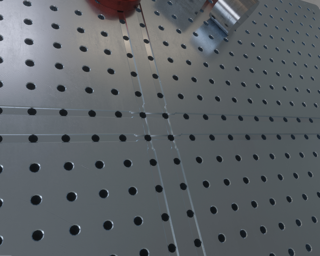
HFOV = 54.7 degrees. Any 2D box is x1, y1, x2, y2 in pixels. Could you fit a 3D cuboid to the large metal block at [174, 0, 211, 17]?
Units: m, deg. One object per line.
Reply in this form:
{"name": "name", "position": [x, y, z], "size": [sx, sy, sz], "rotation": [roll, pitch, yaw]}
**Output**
{"name": "large metal block", "position": [0.064, -0.272, 0.592], "size": [0.080, 0.050, 0.080], "rotation": [38, 51, -3]}

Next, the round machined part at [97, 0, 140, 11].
{"name": "round machined part", "position": [-0.071, -0.244, 0.508], "size": [0.099, 0.042, 0.098], "rotation": [14, 56, -21]}

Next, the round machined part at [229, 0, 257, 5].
{"name": "round machined part", "position": [0.172, -0.309, 0.679], "size": [0.099, 0.042, 0.098], "rotation": [14, 56, -21]}

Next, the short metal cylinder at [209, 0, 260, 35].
{"name": "short metal cylinder", "position": [0.139, -0.223, 0.584], "size": [0.050, 0.080, 0.080], "rotation": [47, 51, 4]}
